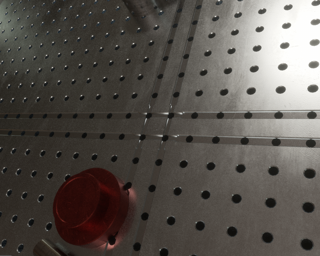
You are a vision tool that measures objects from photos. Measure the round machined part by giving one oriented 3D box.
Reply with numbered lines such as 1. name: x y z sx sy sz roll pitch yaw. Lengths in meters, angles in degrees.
1. round machined part: -0.093 0.095 0.386 0.098 0.042 0.098 -13 56 20

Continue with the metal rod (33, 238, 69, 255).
1. metal rod: -0.033 0.193 0.305 0.300 0.025 0.025 20 72 35

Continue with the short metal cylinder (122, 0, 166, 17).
1. short metal cylinder: -0.032 -0.248 0.560 0.080 0.050 0.080 -13 56 21
